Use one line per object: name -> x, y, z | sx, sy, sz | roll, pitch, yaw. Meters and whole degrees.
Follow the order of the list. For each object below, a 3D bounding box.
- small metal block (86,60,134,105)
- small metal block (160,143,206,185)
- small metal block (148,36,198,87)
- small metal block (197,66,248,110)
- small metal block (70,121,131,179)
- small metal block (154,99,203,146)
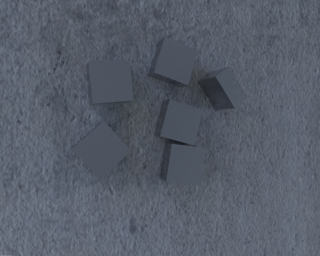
small metal block -> -0.063, -0.056, 0.386 | 0.050, 0.025, 0.050 | -7, 93, -20
small metal block -> 0.031, 0.049, 0.422 | 0.050, 0.025, 0.050 | 9, 87, -20
small metal block -> 0.018, -0.088, 0.416 | 0.050, 0.025, 0.050 | 18, 84, -20
small metal block -> 0.086, -0.053, 0.429 | 0.025, 0.050, 0.050 | -38, 103, -16
small metal block -> -0.073, 0.026, 0.383 | 0.050, 0.025, 0.050 | -44, 104, -15
small metal block -> 0.025, -0.007, 0.419 | 0.050, 0.025, 0.050 | 16, 85, -20
